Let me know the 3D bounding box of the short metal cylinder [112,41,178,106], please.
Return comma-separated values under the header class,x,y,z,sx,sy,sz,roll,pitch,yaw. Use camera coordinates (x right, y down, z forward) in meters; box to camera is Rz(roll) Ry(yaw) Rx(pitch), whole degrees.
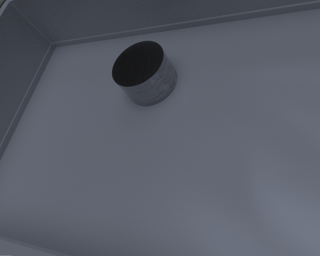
class,x,y,z,sx,sy,sz,roll,pitch,yaw
short metal cylinder,-0.021,-0.078,0.447,0.080,0.050,0.080,-13,56,20
